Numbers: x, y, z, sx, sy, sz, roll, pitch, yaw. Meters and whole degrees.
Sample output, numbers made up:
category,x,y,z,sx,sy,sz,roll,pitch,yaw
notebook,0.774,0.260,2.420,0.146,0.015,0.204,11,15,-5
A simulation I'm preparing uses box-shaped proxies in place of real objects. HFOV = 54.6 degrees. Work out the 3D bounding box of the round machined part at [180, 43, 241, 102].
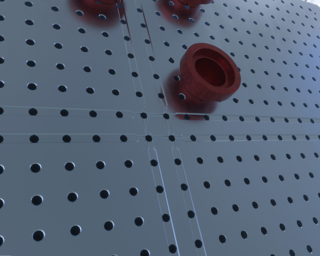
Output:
category,x,y,z,sx,sy,sz,roll,pitch,yaw
round machined part,0.074,-0.082,0.486,0.099,0.042,0.098,13,56,-21

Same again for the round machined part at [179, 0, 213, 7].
category,x,y,z,sx,sy,sz,roll,pitch,yaw
round machined part,0.061,-0.273,0.596,0.099,0.042,0.098,13,56,-21

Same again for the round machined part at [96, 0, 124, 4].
category,x,y,z,sx,sy,sz,roll,pitch,yaw
round machined part,-0.087,-0.239,0.496,0.099,0.042,0.098,13,56,-21
